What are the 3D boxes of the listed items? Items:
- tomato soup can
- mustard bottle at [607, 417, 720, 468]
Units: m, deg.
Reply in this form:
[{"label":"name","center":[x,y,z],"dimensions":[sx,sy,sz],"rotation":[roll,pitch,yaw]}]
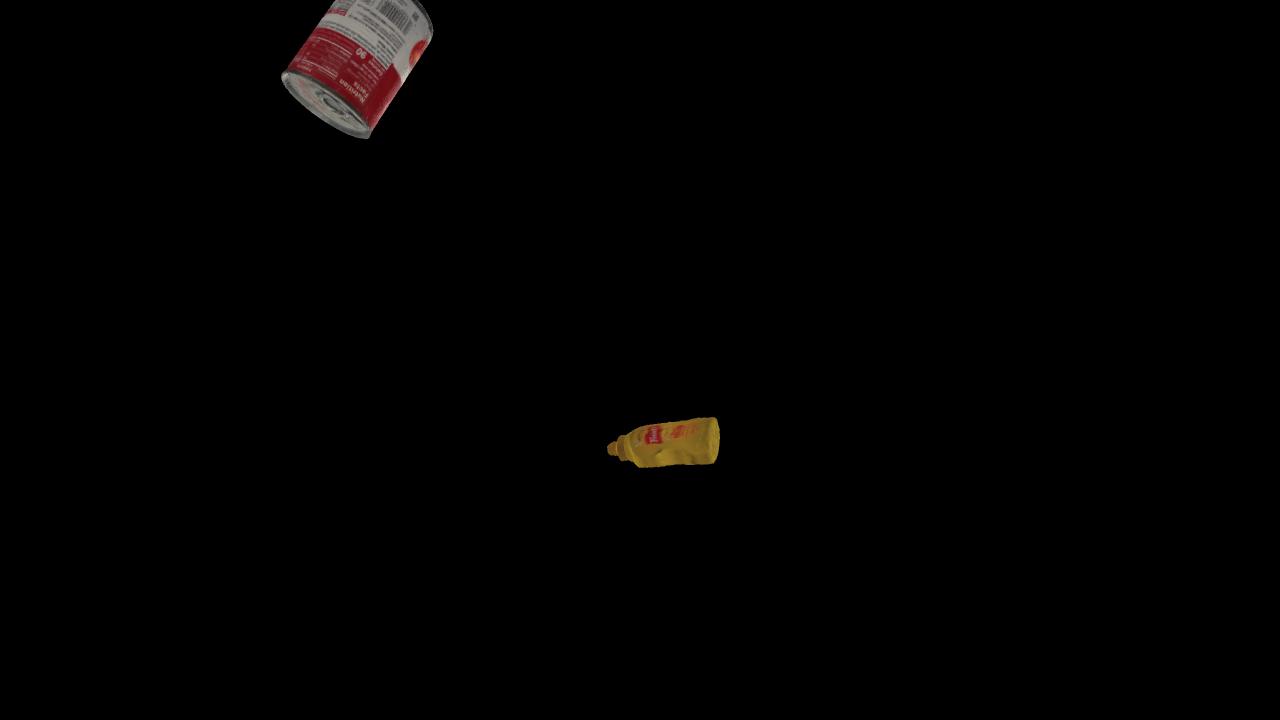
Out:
[{"label":"tomato soup can","center":[-0.211,-0.231,0.465],"dimensions":[0.068,0.101,0.068],"rotation":[24,-12,6]},{"label":"mustard bottle","center":[0.033,0.137,0.992],"dimensions":[0.184,0.054,0.092],"rotation":[-8,35,19]}]
